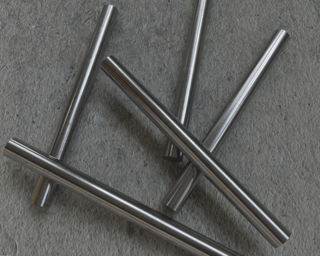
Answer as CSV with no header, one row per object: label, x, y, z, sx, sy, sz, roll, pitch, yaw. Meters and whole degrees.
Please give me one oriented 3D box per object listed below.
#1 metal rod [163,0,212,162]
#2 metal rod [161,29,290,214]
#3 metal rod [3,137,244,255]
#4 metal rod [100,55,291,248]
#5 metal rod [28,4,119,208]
metal rod,0.047,-0.098,0.443,0.025,0.025,0.299,11,70,4
metal rod,0.096,-0.020,0.415,0.025,0.025,0.300,33,73,11
metal rod,-0.042,0.090,0.358,0.301,0.025,0.025,27,72,3
metal rod,0.032,0.018,0.373,0.025,0.025,0.300,-41,75,-13
metal rod,-0.110,-0.043,0.422,0.025,0.025,0.299,13,70,4
